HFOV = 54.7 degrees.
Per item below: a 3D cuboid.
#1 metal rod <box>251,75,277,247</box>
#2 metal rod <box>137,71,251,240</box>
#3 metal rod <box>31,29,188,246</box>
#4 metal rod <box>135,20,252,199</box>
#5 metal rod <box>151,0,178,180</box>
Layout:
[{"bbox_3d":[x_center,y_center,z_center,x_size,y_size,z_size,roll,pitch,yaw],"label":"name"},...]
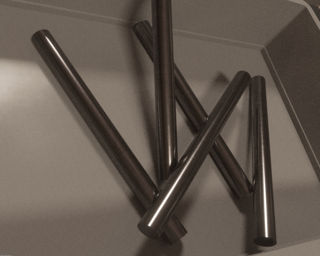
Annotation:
[{"bbox_3d":[0.147,0.023,0.453,0.025,0.025,0.300,26,46,-12],"label":"metal rod"},{"bbox_3d":[0.061,0.011,0.400,0.025,0.025,0.301,40,51,-2],"label":"metal rod"},{"bbox_3d":[-0.066,0.003,0.369,0.025,0.025,0.299,-28,77,-38],"label":"metal rod"},{"bbox_3d":[0.044,-0.036,0.453,0.025,0.025,0.299,-20,72,-36],"label":"metal rod"},{"bbox_3d":[0.004,-0.087,0.384,0.025,0.025,0.298,-1,87,-29],"label":"metal rod"}]
